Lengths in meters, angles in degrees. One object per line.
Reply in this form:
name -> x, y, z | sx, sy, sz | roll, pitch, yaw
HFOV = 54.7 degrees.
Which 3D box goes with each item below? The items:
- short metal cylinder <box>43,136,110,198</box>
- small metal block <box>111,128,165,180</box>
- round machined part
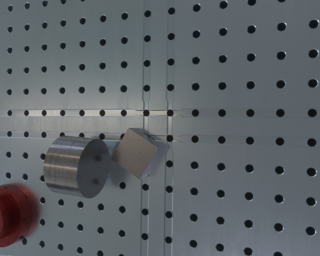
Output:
short metal cylinder -> -0.111, 0.052, 0.423 | 0.050, 0.080, 0.079 | 5, 92, 20
small metal block -> -0.030, 0.034, 0.423 | 0.050, 0.025, 0.050 | 33, 101, 17
round machined part -> -0.260, 0.142, 0.495 | 0.098, 0.042, 0.097 | 0, 90, 20
